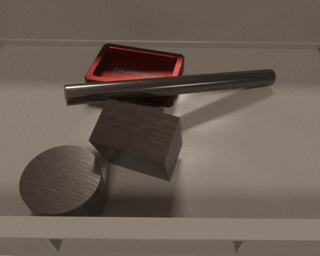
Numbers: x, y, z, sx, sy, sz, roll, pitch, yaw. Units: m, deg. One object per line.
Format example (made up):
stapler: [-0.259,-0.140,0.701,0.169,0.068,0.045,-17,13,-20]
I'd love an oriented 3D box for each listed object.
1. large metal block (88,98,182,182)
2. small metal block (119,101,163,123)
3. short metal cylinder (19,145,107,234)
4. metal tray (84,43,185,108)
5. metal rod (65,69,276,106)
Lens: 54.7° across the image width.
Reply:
large metal block: [-0.022,0.016,0.348,0.080,0.080,0.050,15,70,12]
small metal block: [-0.026,-0.020,0.404,0.050,0.025,0.050,10,9,7]
short metal cylinder: [-0.101,0.065,0.333,0.081,0.050,0.080,0,50,0]
metal tray: [-0.035,-0.083,0.470,0.131,0.030,0.090,11,51,8]
metal rod: [0.029,-0.058,0.417,0.303,0.025,0.025,-8,50,-22]
